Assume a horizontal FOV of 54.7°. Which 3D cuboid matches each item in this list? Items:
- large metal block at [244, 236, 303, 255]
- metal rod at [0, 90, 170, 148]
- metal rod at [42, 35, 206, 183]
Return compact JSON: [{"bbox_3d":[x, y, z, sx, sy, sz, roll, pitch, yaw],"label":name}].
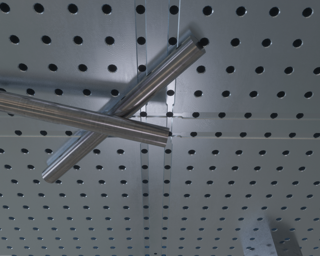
[{"bbox_3d":[0.233,0.271,0.628,0.080,0.050,0.080,26,125,-21],"label":"large metal block"},{"bbox_3d":[-0.138,-0.021,0.370,0.302,0.025,0.025,13,129,-3],"label":"metal rod"},{"bbox_3d":[-0.063,-0.009,0.403,0.025,0.025,0.299,37,121,-27],"label":"metal rod"}]
